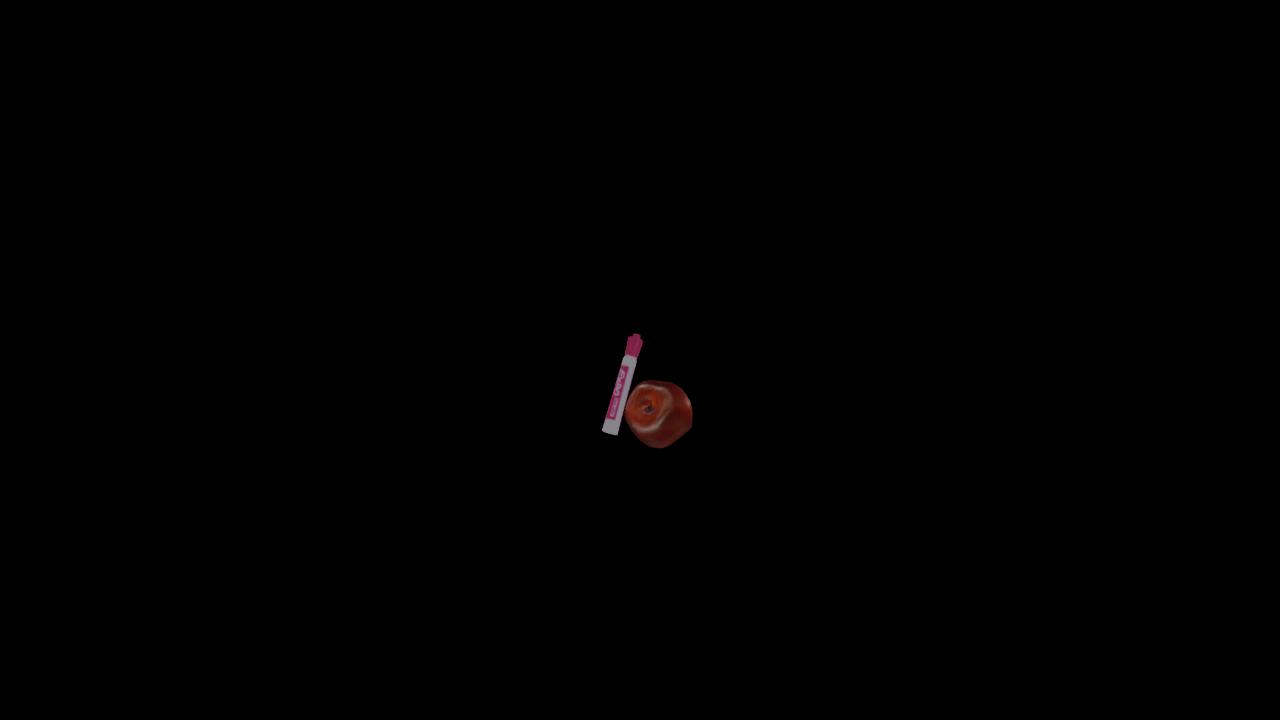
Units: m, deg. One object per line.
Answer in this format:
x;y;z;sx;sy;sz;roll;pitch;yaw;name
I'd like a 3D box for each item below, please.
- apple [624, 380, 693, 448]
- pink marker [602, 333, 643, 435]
0.024;0.064;0.722;0.079;0.079;0.093;0;-14;24;apple
-0.019;0.027;0.715;0.020;0.121;0.020;15;-12;3;pink marker
